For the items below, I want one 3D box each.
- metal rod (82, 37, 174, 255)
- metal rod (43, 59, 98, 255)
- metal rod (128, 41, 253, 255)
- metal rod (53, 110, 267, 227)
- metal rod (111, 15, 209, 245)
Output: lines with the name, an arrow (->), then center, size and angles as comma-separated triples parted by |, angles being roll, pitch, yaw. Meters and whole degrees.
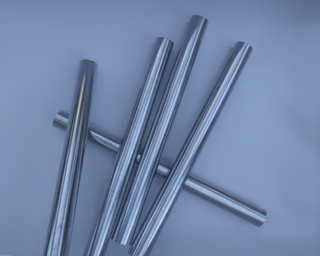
metal rod -> -0.038, 0.026, 0.386 | 0.025, 0.025, 0.299 | 18, 80, 0
metal rod -> -0.102, 0.052, 0.349 | 0.025, 0.025, 0.299 | 3, 65, 0
metal rod -> 0.042, 0.023, 0.391 | 0.025, 0.025, 0.299 | 28, 82, 0
metal rod -> 0.000, 0.054, 0.411 | 0.301, 0.025, 0.025 | 26, 90, 0
metal rod -> 0.003, -0.004, 0.392 | 0.025, 0.025, 0.299 | 20, 82, 0
